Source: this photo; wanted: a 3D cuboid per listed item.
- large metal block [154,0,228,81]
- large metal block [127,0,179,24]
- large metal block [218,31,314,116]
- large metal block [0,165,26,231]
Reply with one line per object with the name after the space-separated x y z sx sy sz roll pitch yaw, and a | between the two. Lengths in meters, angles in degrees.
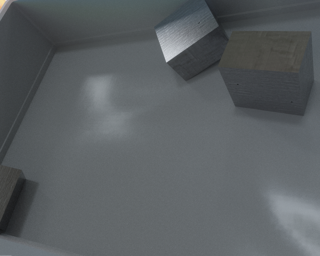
0.046 -0.127 0.435 0.080 0.050 0.080 -32 51 21 | large metal block
-0.012 -0.236 0.524 0.050 0.080 0.080 20 73 36 | large metal block
0.120 -0.060 0.344 0.080 0.080 0.050 12 68 33 | large metal block
-0.248 0.094 0.436 0.080 0.050 0.080 16 62 -9 | large metal block
